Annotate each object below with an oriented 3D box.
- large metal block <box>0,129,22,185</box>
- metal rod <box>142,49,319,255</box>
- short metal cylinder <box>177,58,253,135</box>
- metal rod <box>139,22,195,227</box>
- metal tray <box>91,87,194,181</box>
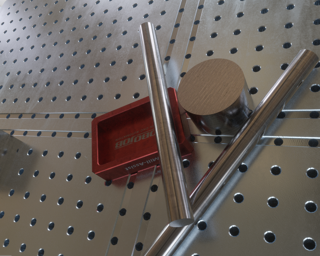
[{"bbox_3d":[-0.294,0.048,0.517,0.080,0.050,0.080,-3,60,26],"label":"large metal block"},{"bbox_3d":[0.082,0.031,0.346,0.025,0.025,0.300,33,80,38],"label":"metal rod"},{"bbox_3d":[0.068,-0.038,0.380,0.080,0.050,0.080,-13,56,21],"label":"short metal cylinder"},{"bbox_3d":[0.001,-0.029,0.386,0.025,0.025,0.299,-21,54,16],"label":"metal rod"},{"bbox_3d":[-0.028,0.008,0.414,0.130,0.030,0.090,-21,54,15],"label":"metal tray"}]
